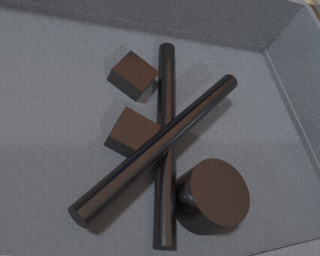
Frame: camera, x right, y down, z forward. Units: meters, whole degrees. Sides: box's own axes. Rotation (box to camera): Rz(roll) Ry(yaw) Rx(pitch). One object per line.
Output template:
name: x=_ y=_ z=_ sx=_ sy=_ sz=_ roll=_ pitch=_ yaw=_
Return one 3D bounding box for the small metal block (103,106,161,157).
small metal block: x=-0.034 y=0.009 z=0.383 sx=0.050 sy=0.025 sz=0.050 roll=30 pitch=52 yaw=-9

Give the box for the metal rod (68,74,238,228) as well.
metal rod: x=0.015 y=0.006 z=0.377 sx=0.025 sy=0.025 sz=0.302 roll=47 pitch=52 yaw=4

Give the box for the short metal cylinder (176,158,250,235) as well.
short metal cylinder: x=0.059 y=0.083 z=0.373 sx=0.081 sy=0.050 sz=0.080 roll=14 pitch=56 yaw=-21

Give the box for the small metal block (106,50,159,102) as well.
small metal block: x=-0.037 y=-0.073 z=0.431 sx=0.050 sy=0.025 sz=0.050 roll=37 pitch=51 yaw=-4

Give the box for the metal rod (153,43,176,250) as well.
metal rod: x=0.008 y=0.001 z=0.410 sx=0.025 sy=0.025 sz=0.299 roll=15 pitch=56 yaw=-20
